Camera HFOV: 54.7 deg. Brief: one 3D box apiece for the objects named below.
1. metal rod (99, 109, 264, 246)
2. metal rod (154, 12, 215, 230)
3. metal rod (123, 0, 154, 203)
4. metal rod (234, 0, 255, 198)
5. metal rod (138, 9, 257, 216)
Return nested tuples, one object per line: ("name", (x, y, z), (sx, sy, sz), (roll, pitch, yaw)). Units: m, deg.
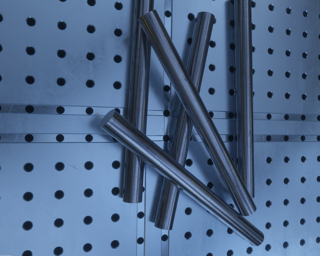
("metal rod", (0.044, 0.078, 0.406), (0.300, 0.025, 0.025), (41, 77, -25))
("metal rod", (0.035, -0.013, 0.426), (0.025, 0.025, 0.298), (13, 85, -20))
("metal rod", (-0.027, -0.054, 0.403), (0.025, 0.025, 0.298), (4, 89, -20))
("metal rod", (0.125, -0.047, 0.460), (0.025, 0.025, 0.298), (-1, 91, -20))
("metal rod", (0.055, -0.009, 0.407), (0.025, 0.025, 0.299), (-33, 104, -17))
